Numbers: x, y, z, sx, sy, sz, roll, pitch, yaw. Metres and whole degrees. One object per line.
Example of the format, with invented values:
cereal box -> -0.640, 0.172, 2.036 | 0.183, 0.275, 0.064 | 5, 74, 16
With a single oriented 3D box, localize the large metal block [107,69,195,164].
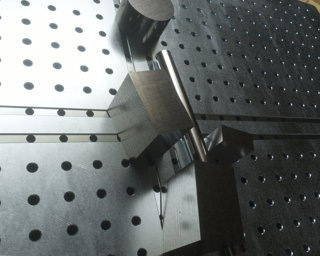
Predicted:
large metal block -> -0.015, -0.013, 0.374 | 0.050, 0.080, 0.080 | -13, 69, -34

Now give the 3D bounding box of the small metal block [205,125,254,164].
small metal block -> 0.093, 0.024, 0.430 | 0.050, 0.050, 0.025 | 16, 55, -20

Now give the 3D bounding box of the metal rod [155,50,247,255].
metal rod -> 0.048, 0.018, 0.424 | 0.025, 0.025, 0.299 | -4, 64, -31

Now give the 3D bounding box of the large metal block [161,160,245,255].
large metal block -> 0.042, 0.091, 0.342 | 0.050, 0.080, 0.080 | 12, 57, -22

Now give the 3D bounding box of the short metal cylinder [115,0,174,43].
short metal cylinder -> -0.025, -0.182, 0.492 | 0.081, 0.050, 0.080 | 14, 56, -21
